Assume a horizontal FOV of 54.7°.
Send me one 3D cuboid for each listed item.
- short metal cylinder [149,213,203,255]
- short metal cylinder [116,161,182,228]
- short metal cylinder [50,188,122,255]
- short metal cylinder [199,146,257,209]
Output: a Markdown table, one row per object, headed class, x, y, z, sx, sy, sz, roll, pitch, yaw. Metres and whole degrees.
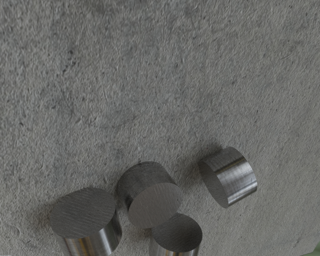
| class | x | y | z | sx | sy | sz | roll | pitch | yaw |
| --- | --- | --- | --- | --- | --- | --- | --- | --- | --- |
| short metal cylinder | 0.024 | 0.184 | 0.498 | 0.081 | 0.080 | 0.050 | -7 | 122 | -25 |
| short metal cylinder | -0.016 | 0.095 | 0.440 | 0.081 | 0.050 | 0.079 | -14 | 124 | -21 |
| short metal cylinder | -0.093 | 0.123 | 0.397 | 0.081 | 0.080 | 0.050 | -19 | 126 | -18 |
| short metal cylinder | 0.102 | 0.075 | 0.473 | 0.050 | 0.080 | 0.080 | -26 | 128 | -13 |
